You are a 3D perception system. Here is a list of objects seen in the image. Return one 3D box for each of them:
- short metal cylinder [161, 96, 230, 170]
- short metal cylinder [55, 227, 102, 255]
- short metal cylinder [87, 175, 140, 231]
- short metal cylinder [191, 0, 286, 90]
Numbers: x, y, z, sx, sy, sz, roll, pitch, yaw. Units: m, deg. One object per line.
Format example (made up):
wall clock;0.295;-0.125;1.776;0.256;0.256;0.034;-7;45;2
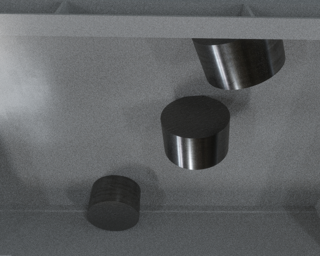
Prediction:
short metal cylinder;0.043;0.004;0.377;0.080;0.080;0.050;-4;130;3
short metal cylinder;-0.149;0.231;0.571;0.081;0.080;0.050;4;130;-4
short metal cylinder;-0.072;0.121;0.495;0.081;0.050;0.079;0;130;0
short metal cylinder;0.077;-0.082;0.304;0.080;0.080;0.050;-17;128;14
